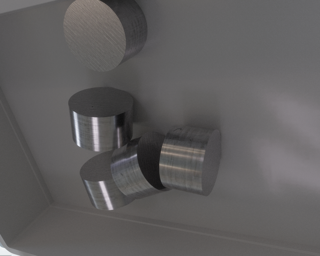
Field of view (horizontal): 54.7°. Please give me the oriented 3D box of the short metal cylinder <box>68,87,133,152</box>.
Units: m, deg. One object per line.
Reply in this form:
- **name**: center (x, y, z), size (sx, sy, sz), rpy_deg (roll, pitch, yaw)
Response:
- **short metal cylinder**: center (-0.076, -0.013, 0.405), size (0.080, 0.080, 0.050), rpy_deg (17, 125, 18)

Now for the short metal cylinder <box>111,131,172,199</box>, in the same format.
- **short metal cylinder**: center (-0.018, 0.050, 0.414), size (0.050, 0.080, 0.080), rpy_deg (-25, 105, 37)

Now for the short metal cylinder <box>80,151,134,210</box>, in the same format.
- **short metal cylinder**: center (-0.071, 0.074, 0.457), size (0.080, 0.080, 0.050), rpy_deg (1, 119, 27)

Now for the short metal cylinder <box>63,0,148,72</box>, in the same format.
- **short metal cylinder**: center (-0.062, -0.111, 0.356), size (0.080, 0.050, 0.079), rpy_deg (13, 124, 21)

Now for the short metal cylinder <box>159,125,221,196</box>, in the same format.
- **short metal cylinder**: center (0.039, 0.038, 0.376), size (0.050, 0.080, 0.079), rpy_deg (8, 122, 24)
